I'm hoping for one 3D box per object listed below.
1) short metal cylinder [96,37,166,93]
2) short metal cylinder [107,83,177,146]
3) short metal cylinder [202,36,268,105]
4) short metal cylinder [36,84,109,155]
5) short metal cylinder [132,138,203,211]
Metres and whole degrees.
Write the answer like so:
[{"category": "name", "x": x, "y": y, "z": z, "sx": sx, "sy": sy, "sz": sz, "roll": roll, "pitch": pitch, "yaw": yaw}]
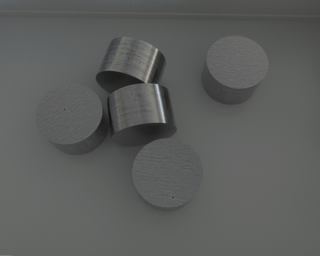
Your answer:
[{"category": "short metal cylinder", "x": -0.037, "y": -0.074, "z": 0.407, "sx": 0.080, "sy": 0.080, "sz": 0.050, "roll": 15, "pitch": 71, "yaw": 5}, {"category": "short metal cylinder", "x": -0.023, "y": -0.014, "z": 0.385, "sx": 0.081, "sy": 0.080, "sz": 0.050, "roll": -9, "pitch": 71, "yaw": -4}, {"category": "short metal cylinder", "x": 0.101, "y": -0.079, "z": 0.426, "sx": 0.081, "sy": 0.050, "sz": 0.080, "roll": 0, "pitch": 70, "yaw": 0}, {"category": "short metal cylinder", "x": -0.110, "y": -0.010, "z": 0.399, "sx": 0.081, "sy": 0.050, "sz": 0.080, "roll": 0, "pitch": 70, "yaw": 0}, {"category": "short metal cylinder", "x": 0.009, "y": 0.058, "z": 0.375, "sx": 0.081, "sy": 0.050, "sz": 0.080, "roll": 0, "pitch": 70, "yaw": 0}]
